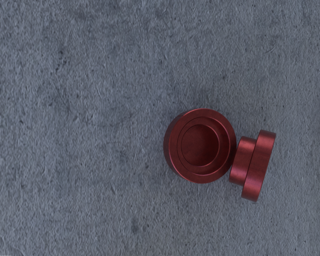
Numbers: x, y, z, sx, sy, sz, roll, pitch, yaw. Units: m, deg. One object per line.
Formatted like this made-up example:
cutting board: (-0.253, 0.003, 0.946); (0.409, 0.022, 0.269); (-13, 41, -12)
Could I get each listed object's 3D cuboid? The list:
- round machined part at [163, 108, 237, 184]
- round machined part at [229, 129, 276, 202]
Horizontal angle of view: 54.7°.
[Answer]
round machined part: (0.050, 0.023, 0.418); (0.099, 0.042, 0.097); (0, 90, -20)
round machined part: (0.125, 0.048, 0.427); (0.042, 0.098, 0.098); (16, 83, 19)
